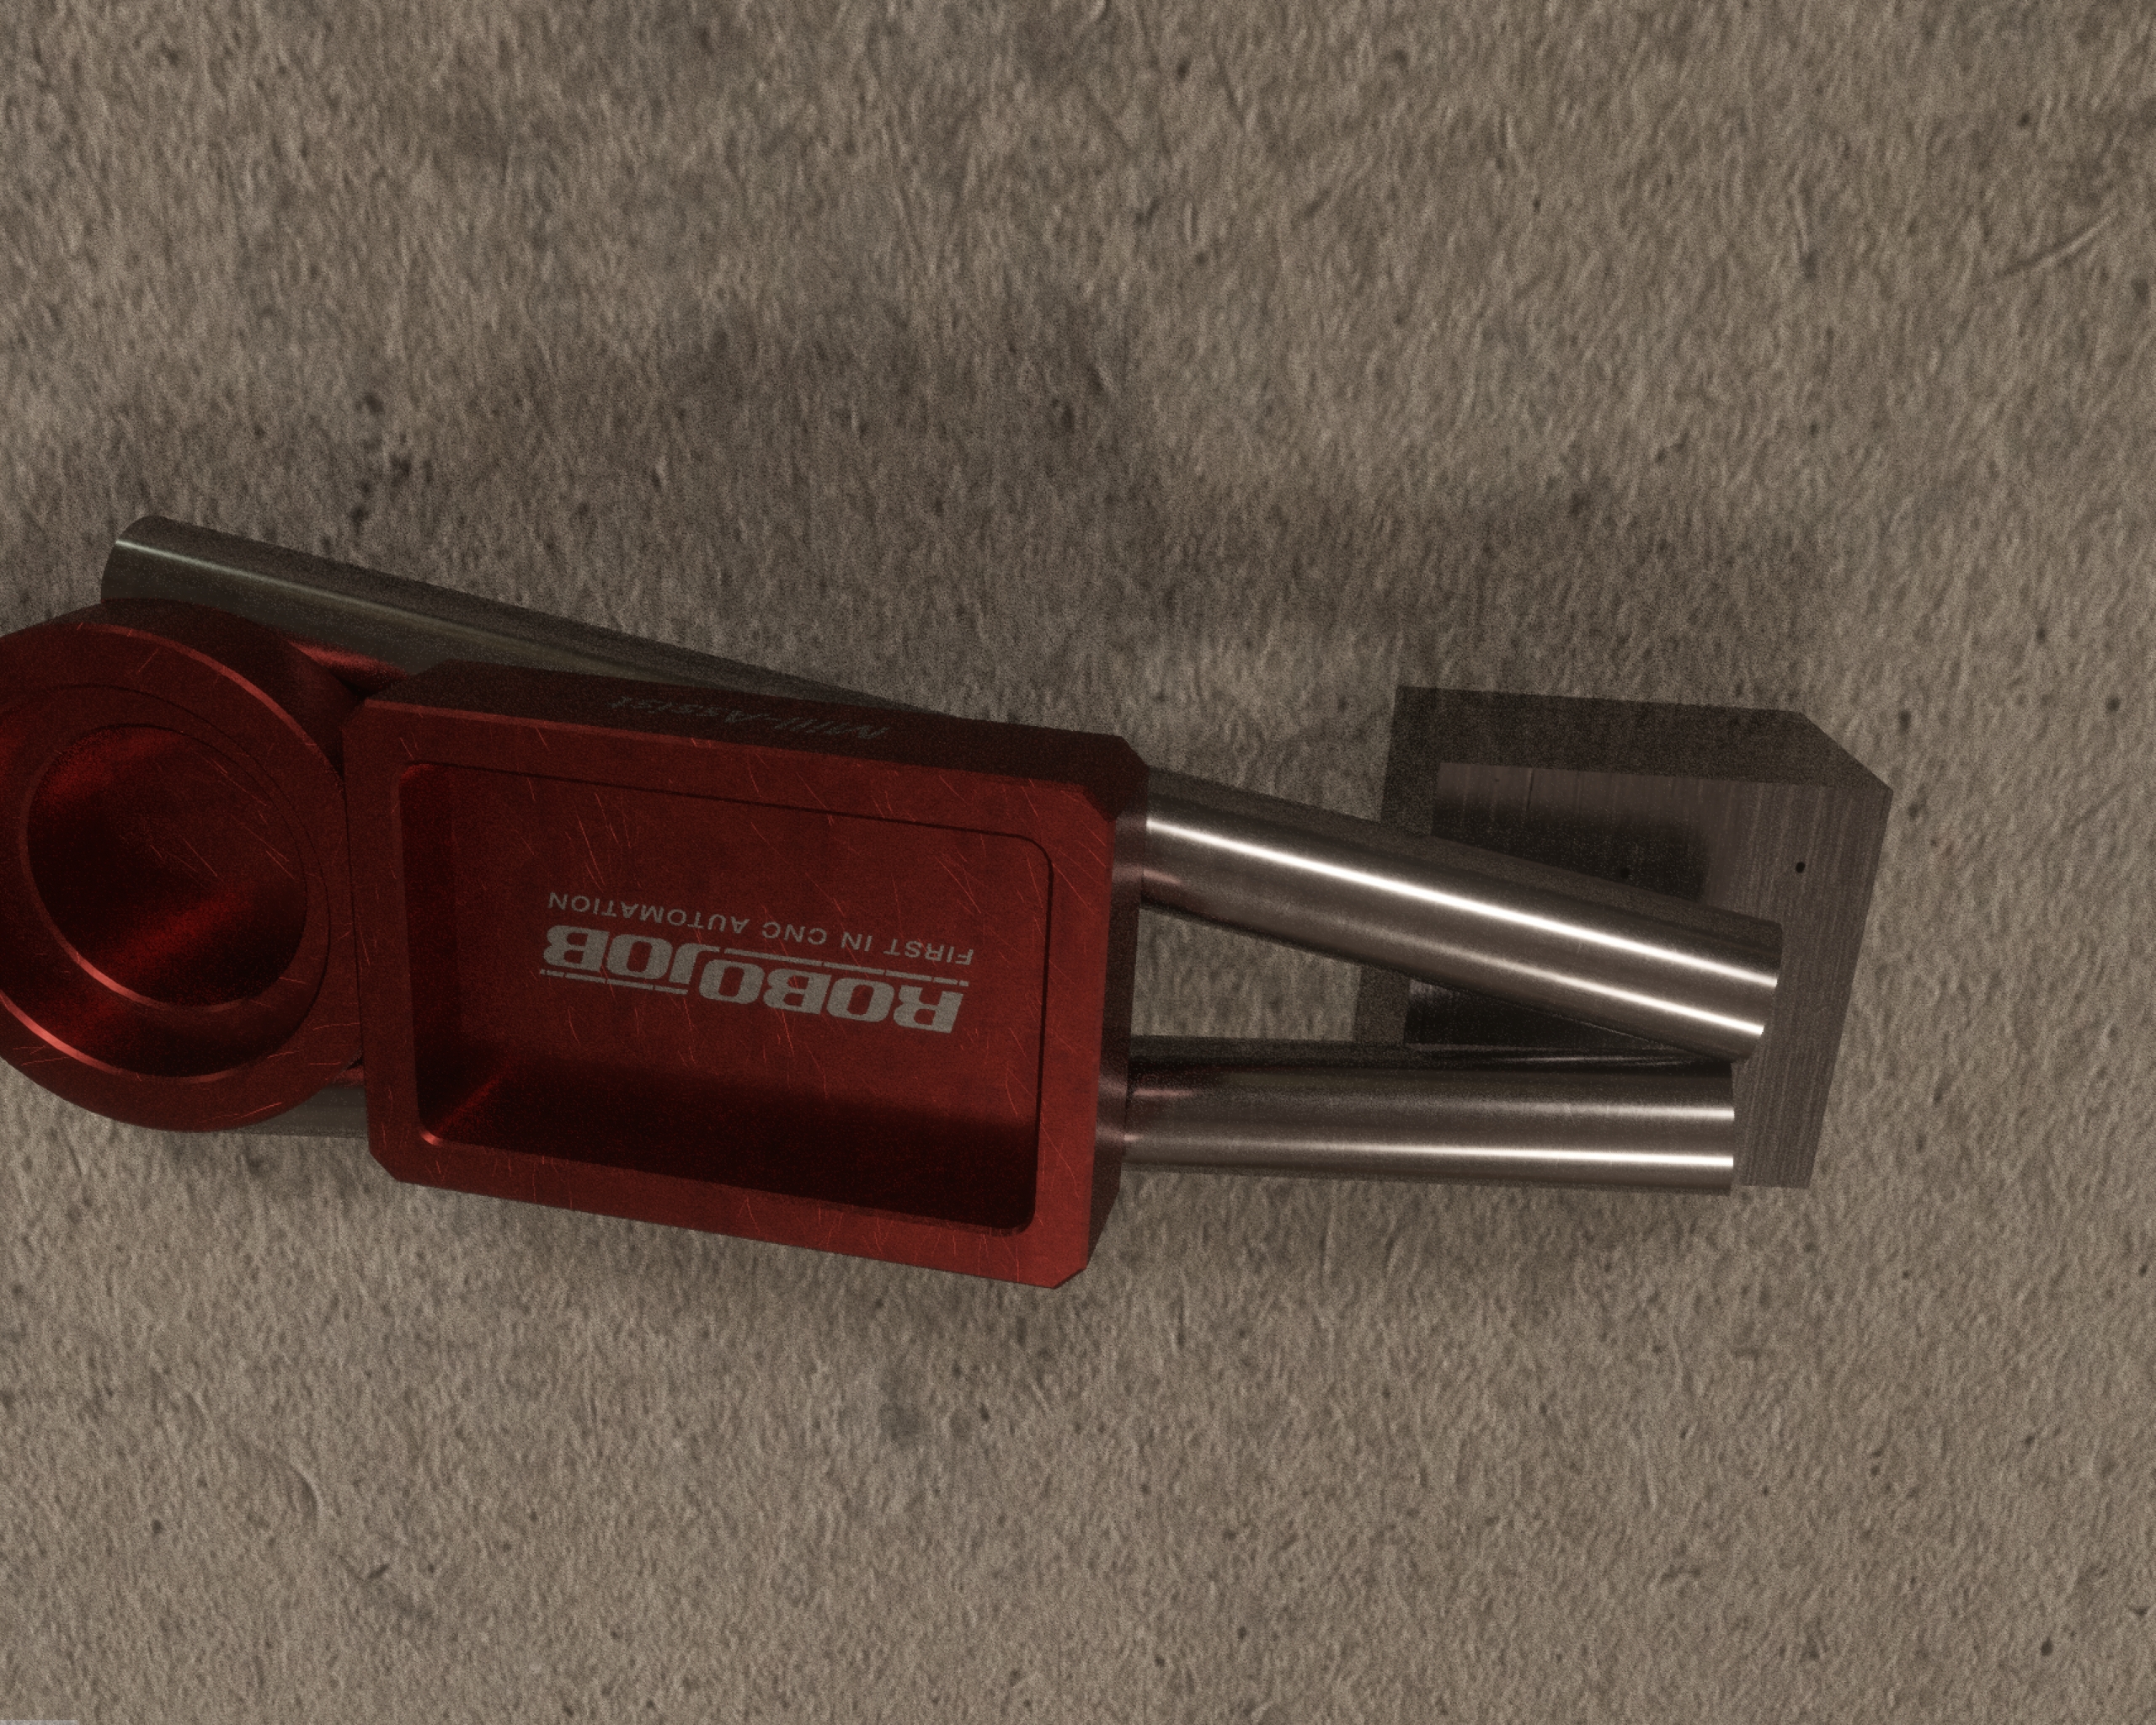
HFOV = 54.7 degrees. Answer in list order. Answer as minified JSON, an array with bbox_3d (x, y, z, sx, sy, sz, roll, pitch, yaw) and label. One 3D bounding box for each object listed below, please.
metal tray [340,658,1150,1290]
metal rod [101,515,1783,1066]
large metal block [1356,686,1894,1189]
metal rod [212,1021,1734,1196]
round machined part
[{"bbox_3d":[-0.057,0.018,0.359,0.131,0.030,0.089,7,110,10],"label":"metal tray"},{"bbox_3d":[-0.030,-0.015,0.370,0.301,0.025,0.025,15,110,8],"label":"metal rod"},{"bbox_3d":[0.101,0.013,0.402,0.081,0.050,0.079,4,110,-2],"label":"large metal block"},{"bbox_3d":[-0.035,0.044,0.392,0.301,0.025,0.025,1,111,13],"label":"metal rod"},{"bbox_3d":[-0.166,-0.002,0.393,0.098,0.042,0.097,3,110,9],"label":"round machined part"}]
